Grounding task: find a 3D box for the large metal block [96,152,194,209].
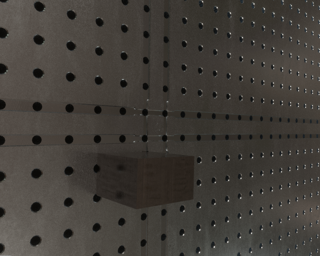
[{"bbox_3d":[-0.018,0.056,0.360,0.081,0.080,0.050,2,89,-40],"label":"large metal block"}]
